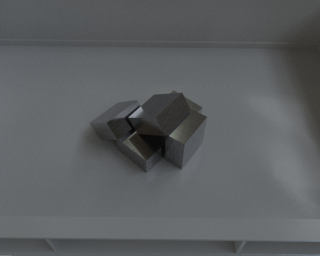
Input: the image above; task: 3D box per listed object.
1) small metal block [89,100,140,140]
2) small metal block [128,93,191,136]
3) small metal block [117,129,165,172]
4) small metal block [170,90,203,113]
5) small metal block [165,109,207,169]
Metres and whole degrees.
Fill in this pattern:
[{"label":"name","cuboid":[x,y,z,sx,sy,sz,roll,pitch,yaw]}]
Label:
[{"label":"small metal block","cuboid":[-0.054,-0.010,0.395,0.050,0.025,0.050,-41,23,-28]},{"label":"small metal block","cuboid":[-0.001,-0.017,0.369,0.050,0.025,0.050,3,40,48]},{"label":"small metal block","cuboid":[-0.018,0.019,0.387,0.050,0.025,0.050,35,58,25]},{"label":"small metal block","cuboid":[0.021,-0.018,0.418,0.050,0.025,0.050,35,58,25]},{"label":"small metal block","cuboid":[0.031,0.013,0.376,0.025,0.050,0.050,29,56,21]}]
